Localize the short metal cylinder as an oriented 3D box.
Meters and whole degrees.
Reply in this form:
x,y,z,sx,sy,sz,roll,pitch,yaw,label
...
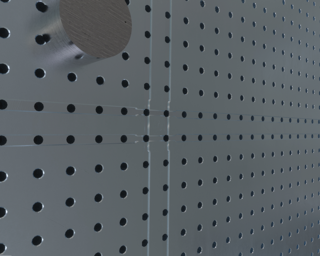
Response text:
x,y,z,sx,sy,sz,roll,pitch,yaw,label
-0.077,-0.110,0.328,0.081,0.050,0.079,0,90,-40,short metal cylinder
